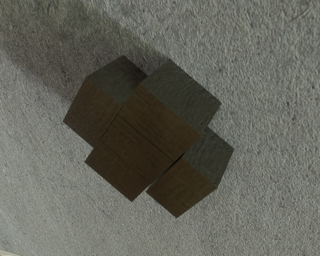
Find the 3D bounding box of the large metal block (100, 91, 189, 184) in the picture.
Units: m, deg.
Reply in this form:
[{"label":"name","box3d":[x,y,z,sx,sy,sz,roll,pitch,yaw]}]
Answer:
[{"label":"large metal block","box3d":[-0.012,0.007,0.382,0.080,0.080,0.050,41,129,0]}]

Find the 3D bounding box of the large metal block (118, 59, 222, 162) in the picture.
[{"label":"large metal block","box3d":[0.014,-0.023,0.351,0.080,0.080,0.050,41,129,0]}]

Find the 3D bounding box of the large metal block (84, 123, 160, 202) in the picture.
[{"label":"large metal block","box3d":[-0.038,0.036,0.414,0.080,0.080,0.050,41,129,0]}]

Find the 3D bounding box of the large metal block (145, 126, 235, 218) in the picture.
[{"label":"large metal block","box3d":[0.038,0.052,0.384,0.050,0.080,0.080,41,129,0]}]

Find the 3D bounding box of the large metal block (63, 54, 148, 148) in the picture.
[{"label":"large metal block","box3d":[-0.063,-0.034,0.384,0.050,0.080,0.080,41,129,0]}]
